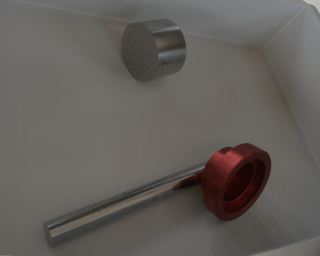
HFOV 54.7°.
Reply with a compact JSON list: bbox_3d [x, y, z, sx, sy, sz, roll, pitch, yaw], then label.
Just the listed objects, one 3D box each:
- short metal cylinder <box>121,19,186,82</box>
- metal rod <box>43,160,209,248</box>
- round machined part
[{"bbox_3d":[-0.010,-0.109,0.433,0.050,0.080,0.080,-23,74,-36],"label":"short metal cylinder"},{"bbox_3d":[0.016,0.068,0.374,0.303,0.025,0.025,-15,70,-34],"label":"metal rod"},{"bbox_3d":[0.089,0.062,0.384,0.099,0.097,0.042,-15,32,-34],"label":"round machined part"}]
